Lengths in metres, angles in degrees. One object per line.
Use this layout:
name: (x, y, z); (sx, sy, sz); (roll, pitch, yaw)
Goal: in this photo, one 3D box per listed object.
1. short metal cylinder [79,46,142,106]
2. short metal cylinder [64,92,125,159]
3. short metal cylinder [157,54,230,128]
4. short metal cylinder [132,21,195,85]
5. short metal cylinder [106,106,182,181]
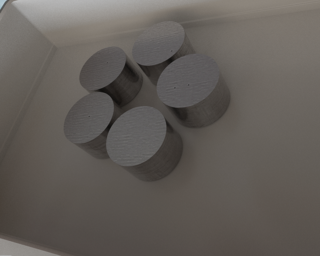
short metal cylinder: (-0.074, -0.077, 0.474); (0.080, 0.050, 0.080); (-13, 56, 21)
short metal cylinder: (-0.086, -0.003, 0.434); (0.080, 0.050, 0.080); (-13, 56, 21)
short metal cylinder: (0.043, -0.047, 0.393); (0.080, 0.050, 0.080); (-13, 56, 21)
short metal cylinder: (0.007, -0.107, 0.449); (0.080, 0.050, 0.080); (-13, 56, 21)
short metal cylinder: (-0.019, 0.020, 0.385); (0.080, 0.050, 0.080); (-13, 56, 21)
